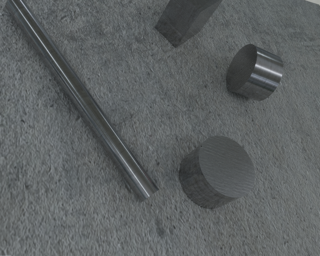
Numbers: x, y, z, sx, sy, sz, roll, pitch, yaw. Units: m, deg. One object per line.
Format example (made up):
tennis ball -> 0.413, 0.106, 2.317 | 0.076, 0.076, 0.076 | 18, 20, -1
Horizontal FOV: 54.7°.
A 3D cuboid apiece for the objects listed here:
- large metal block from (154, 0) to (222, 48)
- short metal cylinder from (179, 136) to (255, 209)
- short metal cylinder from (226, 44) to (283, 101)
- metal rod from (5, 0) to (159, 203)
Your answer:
large metal block -> 0.048, -0.190, 0.510 | 0.050, 0.080, 0.080 | 45, 51, 2
short metal cylinder -> 0.071, 0.056, 0.392 | 0.081, 0.050, 0.080 | 14, 56, -21
short metal cylinder -> 0.152, -0.090, 0.505 | 0.050, 0.080, 0.080 | 18, 55, -18
metal rod -> -0.099, -0.042, 0.375 | 0.025, 0.025, 0.299 | -29, 78, -37
